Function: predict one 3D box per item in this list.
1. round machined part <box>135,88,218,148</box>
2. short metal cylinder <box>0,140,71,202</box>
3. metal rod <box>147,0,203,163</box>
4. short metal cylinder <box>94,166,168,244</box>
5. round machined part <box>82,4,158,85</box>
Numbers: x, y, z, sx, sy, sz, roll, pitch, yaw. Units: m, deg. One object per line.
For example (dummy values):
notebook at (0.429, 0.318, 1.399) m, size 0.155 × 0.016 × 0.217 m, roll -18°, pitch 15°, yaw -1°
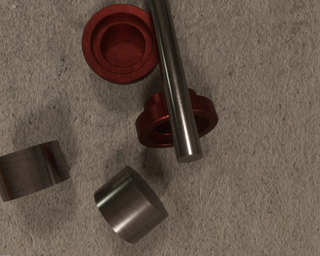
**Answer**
round machined part at (0.018, -0.015, 0.379) m, size 0.099 × 0.098 × 0.042 m, roll -15°, pitch 66°, yaw 0°
short metal cylinder at (-0.158, 0.051, 0.380) m, size 0.080 × 0.080 × 0.050 m, roll -19°, pitch 90°, yaw 0°
metal rod at (0.005, -0.106, 0.352) m, size 0.025 × 0.025 × 0.299 m, roll -9°, pitch 66°, yaw 0°
short metal cylinder at (-0.035, 0.093, 0.382) m, size 0.050 × 0.080 × 0.080 m, roll -40°, pitch 91°, yaw 0°
round machined part at (-0.047, -0.104, 0.401) m, size 0.099 × 0.042 × 0.097 m, roll 0°, pitch 90°, yaw -1°
